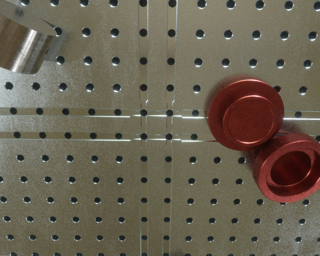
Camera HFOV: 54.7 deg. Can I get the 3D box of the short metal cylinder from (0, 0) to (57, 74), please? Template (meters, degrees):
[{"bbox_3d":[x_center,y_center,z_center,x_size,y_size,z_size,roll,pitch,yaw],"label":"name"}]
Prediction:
[{"bbox_3d":[-0.164,-0.103,0.345,0.080,0.080,0.050,30,107,-11],"label":"short metal cylinder"}]

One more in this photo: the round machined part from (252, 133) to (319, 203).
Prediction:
[{"bbox_3d":[0.172,0.050,0.419,0.099,0.042,0.097,-3,117,-6],"label":"round machined part"}]

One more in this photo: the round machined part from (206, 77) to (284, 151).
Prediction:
[{"bbox_3d":[0.112,-0.014,0.400,0.099,0.042,0.097,0,110,0],"label":"round machined part"}]
